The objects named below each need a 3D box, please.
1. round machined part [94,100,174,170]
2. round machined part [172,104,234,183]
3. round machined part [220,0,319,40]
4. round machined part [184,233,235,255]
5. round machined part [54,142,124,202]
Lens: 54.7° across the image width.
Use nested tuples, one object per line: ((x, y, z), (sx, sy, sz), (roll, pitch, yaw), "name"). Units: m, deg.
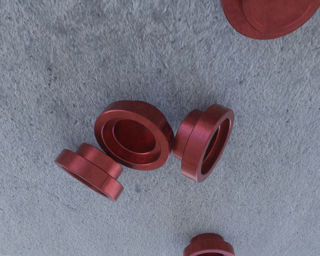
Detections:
((-0.028, 0.005, 0.387), (0.098, 0.042, 0.097), (13, 134, 14), "round machined part")
((0.051, 0.015, 0.384), (0.042, 0.099, 0.097), (25, 135, 24), "round machined part")
((0.107, -0.128, 0.288), (0.099, 0.042, 0.097), (0, 130, 0), "round machined part")
((0.094, 0.241, 0.602), (0.099, 0.042, 0.097), (0, 130, 0), "round machined part")
((-0.089, 0.056, 0.421), (0.098, 0.042, 0.098), (29, 160, 12), "round machined part")
